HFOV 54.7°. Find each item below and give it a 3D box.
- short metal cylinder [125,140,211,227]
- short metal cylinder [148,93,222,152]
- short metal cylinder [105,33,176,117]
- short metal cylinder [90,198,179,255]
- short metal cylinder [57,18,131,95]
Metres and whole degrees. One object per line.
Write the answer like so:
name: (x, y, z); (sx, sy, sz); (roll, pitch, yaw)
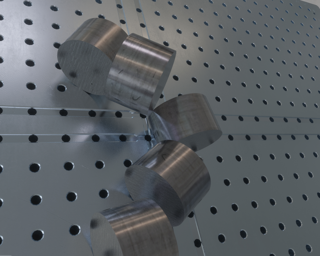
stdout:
short metal cylinder: (0.008, 0.060, 0.340); (0.080, 0.080, 0.050); (48, 51, 5)
short metal cylinder: (0.031, -0.001, 0.390); (0.081, 0.080, 0.050); (-7, 66, -31)
short metal cylinder: (-0.021, -0.059, 0.350); (0.050, 0.080, 0.080); (24, 52, 3)
short metal cylinder: (-0.026, 0.111, 0.290); (0.050, 0.080, 0.080); (-10, 67, -32)
short metal cylinder: (-0.077, -0.087, 0.384); (0.080, 0.080, 0.050); (32, 52, -8)
